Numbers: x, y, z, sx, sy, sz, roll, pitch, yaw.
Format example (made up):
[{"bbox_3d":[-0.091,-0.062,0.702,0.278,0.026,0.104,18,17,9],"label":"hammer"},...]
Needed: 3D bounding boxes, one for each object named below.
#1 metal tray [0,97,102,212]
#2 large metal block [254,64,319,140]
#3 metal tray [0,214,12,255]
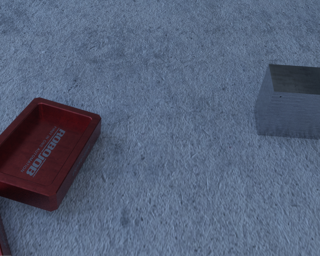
[{"bbox_3d":[-0.133,0.023,0.357,0.090,0.030,0.130,17,42,3],"label":"metal tray"},{"bbox_3d":[0.172,-0.032,0.397,0.080,0.080,0.050,5,50,3],"label":"large metal block"},{"bbox_3d":[-0.201,0.117,0.299,0.091,0.030,0.130,-24,54,-20],"label":"metal tray"}]
